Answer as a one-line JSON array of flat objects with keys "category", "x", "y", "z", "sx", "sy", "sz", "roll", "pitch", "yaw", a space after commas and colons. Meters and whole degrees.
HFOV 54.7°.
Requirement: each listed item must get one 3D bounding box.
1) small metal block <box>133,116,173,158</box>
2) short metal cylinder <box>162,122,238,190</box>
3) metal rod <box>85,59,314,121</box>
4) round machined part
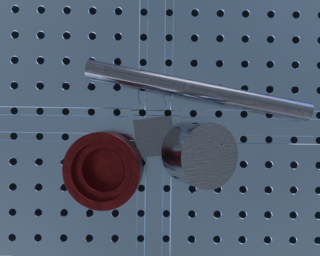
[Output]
[{"category": "small metal block", "x": -0.007, "y": 0.011, "z": 0.413, "sx": 0.050, "sy": 0.025, "sz": 0.050, "roll": -7, "pitch": 90, "yaw": -1}, {"category": "short metal cylinder", "x": 0.049, "y": 0.033, "z": 0.387, "sx": 0.081, "sy": 0.050, "sz": 0.079, "roll": -1, "pitch": 91, "yaw": -26}, {"category": "metal rod", "x": 0.052, "y": -0.050, "z": 0.414, "sx": 0.302, "sy": 0.025, "sz": 0.025, "roll": 11, "pitch": 90, "yaw": -1}, {"category": "round machined part", "x": -0.070, "y": 0.053, "z": 0.400, "sx": 0.099, "sy": 0.042, "sz": 0.097, "roll": 0, "pitch": 92, "yaw": 7}]
